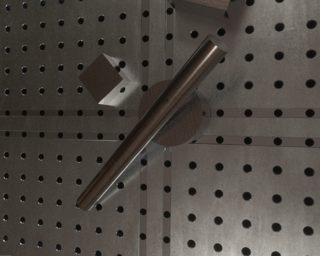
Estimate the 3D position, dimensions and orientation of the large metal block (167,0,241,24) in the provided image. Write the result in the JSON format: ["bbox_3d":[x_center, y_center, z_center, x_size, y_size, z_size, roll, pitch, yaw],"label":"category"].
[{"bbox_3d":[0.061,-0.183,0.378,0.080,0.050,0.080,22,97,18],"label":"large metal block"}]

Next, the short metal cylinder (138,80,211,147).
[{"bbox_3d":[0.020,-0.018,0.392,0.080,0.050,0.079,0,90,19],"label":"short metal cylinder"}]

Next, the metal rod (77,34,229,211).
[{"bbox_3d":[-0.027,0.015,0.370,0.025,0.025,0.298,49,124,13],"label":"metal rod"}]

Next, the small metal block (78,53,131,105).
[{"bbox_3d":[-0.079,-0.069,0.439,0.050,0.025,0.050,-41,77,15],"label":"small metal block"}]
